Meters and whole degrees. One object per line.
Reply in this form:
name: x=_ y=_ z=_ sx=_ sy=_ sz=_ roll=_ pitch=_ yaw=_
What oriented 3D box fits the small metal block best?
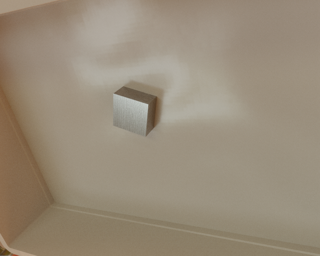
small metal block: x=-0.034 y=-0.022 z=0.414 sx=0.050 sy=0.025 sz=0.050 roll=18 pitch=126 yaw=17
